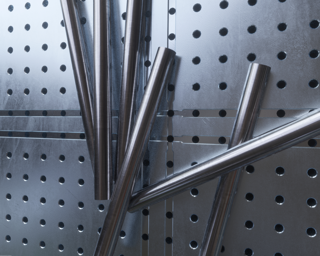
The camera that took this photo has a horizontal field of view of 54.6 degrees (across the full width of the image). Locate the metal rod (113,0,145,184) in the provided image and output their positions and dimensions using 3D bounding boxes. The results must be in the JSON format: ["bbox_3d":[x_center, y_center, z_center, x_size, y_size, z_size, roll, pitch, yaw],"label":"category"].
[{"bbox_3d":[-0.041,-0.071,0.427,0.025,0.025,0.298,5,92,20],"label":"metal rod"}]

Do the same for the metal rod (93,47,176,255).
[{"bbox_3d":[-0.035,0.040,0.407,0.025,0.025,0.299,17,89,19],"label":"metal rod"}]

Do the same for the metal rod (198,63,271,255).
[{"bbox_3d":[0.084,0.070,0.382,0.025,0.025,0.298,16,95,19],"label":"metal rod"}]

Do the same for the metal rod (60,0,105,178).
[{"bbox_3d":[-0.111,-0.069,0.452,0.025,0.025,0.299,-13,86,19],"label":"metal rod"}]

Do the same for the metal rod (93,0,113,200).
[{"bbox_3d":[-0.079,-0.054,0.428,0.025,0.025,0.299,-3,84,20],"label":"metal rod"}]

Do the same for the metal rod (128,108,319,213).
[{"bbox_3d":[0.075,0.041,0.359,0.299,0.025,0.025,-29,80,27],"label":"metal rod"}]
